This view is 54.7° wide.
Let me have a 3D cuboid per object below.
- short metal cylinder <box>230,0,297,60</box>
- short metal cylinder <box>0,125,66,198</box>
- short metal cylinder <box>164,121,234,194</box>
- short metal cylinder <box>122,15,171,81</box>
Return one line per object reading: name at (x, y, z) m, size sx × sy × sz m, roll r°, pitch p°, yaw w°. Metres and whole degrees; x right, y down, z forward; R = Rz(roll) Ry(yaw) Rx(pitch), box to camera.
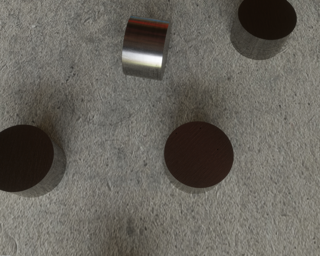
short metal cylinder at (0.148, -0.146, 0.449) m, size 0.081 × 0.050 × 0.080 m, roll 0°, pitch 70°, yaw 0°
short metal cylinder at (-0.162, 0.042, 0.378) m, size 0.081 × 0.050 × 0.080 m, roll 0°, pitch 70°, yaw 0°
short metal cylinder at (0.045, 0.038, 0.381) m, size 0.081 × 0.050 × 0.080 m, roll 0°, pitch 70°, yaw 0°
short metal cylinder at (-0.017, -0.107, 0.418) m, size 0.050 × 0.080 × 0.080 m, roll 10°, pitch 70°, yaw 3°
